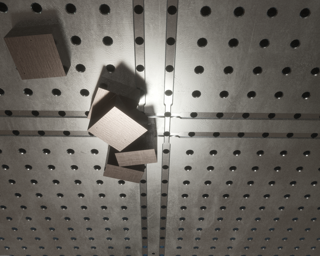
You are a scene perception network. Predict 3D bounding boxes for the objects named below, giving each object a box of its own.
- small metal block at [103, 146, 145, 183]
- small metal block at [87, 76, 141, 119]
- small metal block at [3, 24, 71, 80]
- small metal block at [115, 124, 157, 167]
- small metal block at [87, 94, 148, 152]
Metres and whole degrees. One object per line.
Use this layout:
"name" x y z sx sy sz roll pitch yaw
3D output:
"small metal block" -0.049 0.046 0.433 0.050 0.050 0.025 14 129 -12
"small metal block" -0.057 -0.030 0.386 0.050 0.025 0.050 18 128 -16
"small metal block" -0.132 -0.083 0.339 0.050 0.025 0.050 -4 130 3
"small metal block" -0.030 0.022 0.414 0.050 0.050 0.025 -7 130 5
"small metal block" -0.050 -0.005 0.374 0.050 0.025 0.050 -37 122 27
